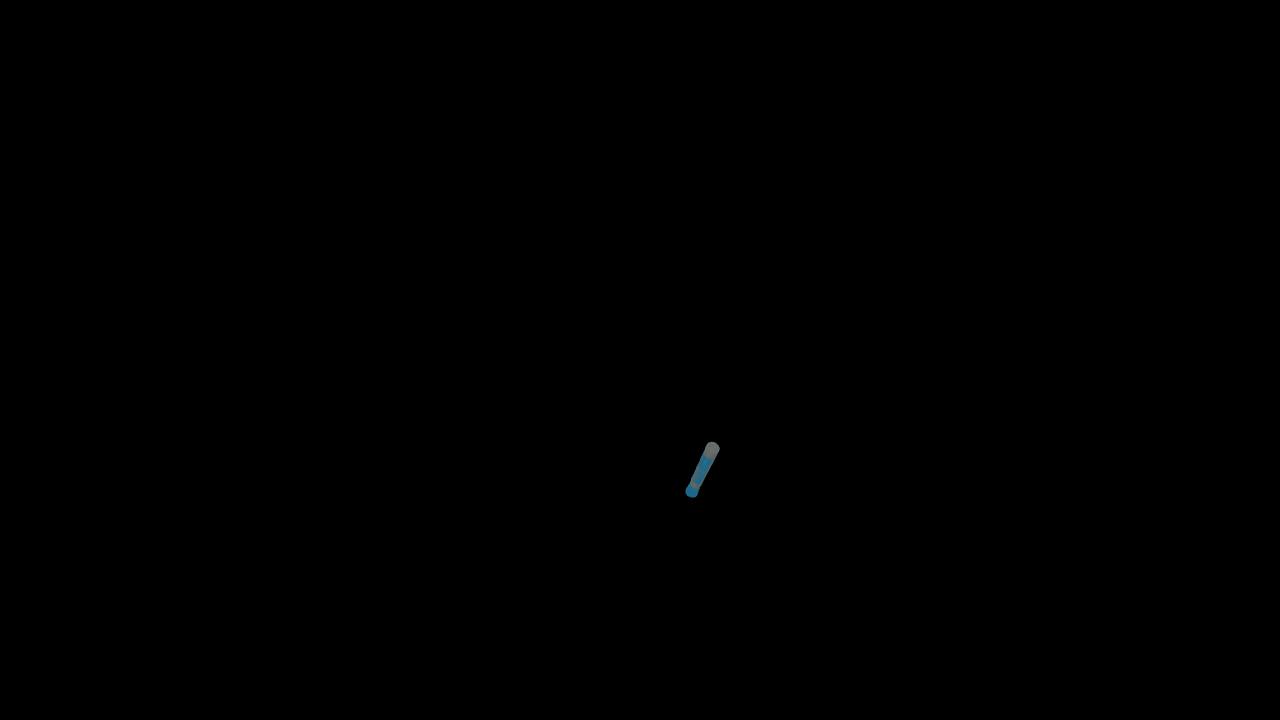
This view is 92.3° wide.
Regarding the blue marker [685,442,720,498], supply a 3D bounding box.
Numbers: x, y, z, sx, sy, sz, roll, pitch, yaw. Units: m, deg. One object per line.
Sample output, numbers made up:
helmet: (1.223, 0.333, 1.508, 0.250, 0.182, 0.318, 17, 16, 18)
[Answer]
blue marker: (0.087, 0.158, 0.869, 0.020, 0.020, 0.121, 0, -43, -16)
